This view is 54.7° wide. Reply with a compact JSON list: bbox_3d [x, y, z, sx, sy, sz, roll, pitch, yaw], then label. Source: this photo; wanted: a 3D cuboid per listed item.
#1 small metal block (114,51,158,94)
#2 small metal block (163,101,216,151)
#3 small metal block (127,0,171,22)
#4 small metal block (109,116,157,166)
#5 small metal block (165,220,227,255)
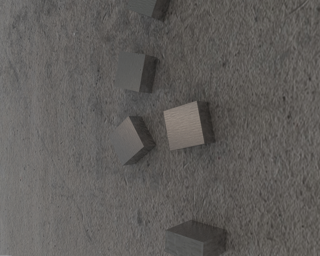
[{"bbox_3d":[-0.034,-0.078,0.433,0.050,0.025,0.050,18,101,38],"label":"small metal block"},{"bbox_3d":[0.035,-0.002,0.376,0.050,0.025,0.050,-15,80,39],"label":"small metal block"},{"bbox_3d":[-0.012,-0.176,0.415,0.050,0.025,0.050,32,110,35],"label":"small metal block"},{"bbox_3d":[-0.040,0.018,0.438,0.050,0.025,0.050,-42,65,32],"label":"small metal block"},{"bbox_3d":[0.041,0.129,0.355,0.050,0.050,0.025,3,92,40],"label":"small metal block"}]
